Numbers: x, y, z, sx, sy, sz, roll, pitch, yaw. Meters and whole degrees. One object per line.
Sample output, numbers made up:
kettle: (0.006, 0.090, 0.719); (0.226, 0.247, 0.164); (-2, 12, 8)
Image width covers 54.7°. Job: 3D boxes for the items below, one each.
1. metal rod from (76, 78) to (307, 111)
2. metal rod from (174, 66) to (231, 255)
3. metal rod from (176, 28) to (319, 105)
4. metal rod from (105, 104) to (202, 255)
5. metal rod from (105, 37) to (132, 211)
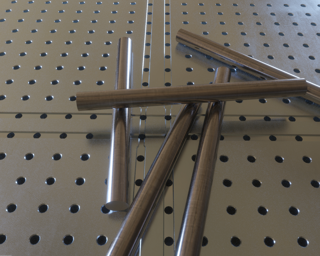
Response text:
metal rod: (0.044, -0.045, 0.412); (0.302, 0.025, 0.025); (-4, 50, -4)
metal rod: (0.060, 0.026, 0.386); (0.025, 0.025, 0.300); (12, 51, 9)
metal rod: (0.154, -0.093, 0.487); (0.300, 0.025, 0.025); (31, 56, 23)
metal rod: (-0.005, 0.061, 0.356); (0.025, 0.025, 0.301); (18, 52, 14)
metal rod: (-0.053, -0.030, 0.432); (0.025, 0.025, 0.300); (-2, 50, -2)
